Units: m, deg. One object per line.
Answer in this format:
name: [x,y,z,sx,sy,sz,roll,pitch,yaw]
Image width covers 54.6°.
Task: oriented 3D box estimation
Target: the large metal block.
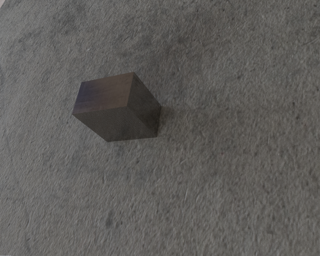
large metal block: [-0.054,-0.024,0.413,0.080,0.080,0.050,-6,59,25]
